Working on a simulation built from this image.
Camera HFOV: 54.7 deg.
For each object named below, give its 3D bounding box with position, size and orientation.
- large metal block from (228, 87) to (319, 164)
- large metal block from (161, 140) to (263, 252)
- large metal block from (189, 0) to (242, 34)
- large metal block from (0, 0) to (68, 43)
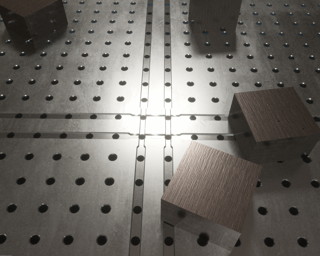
[{"bbox_3d":[0.142,-0.003,0.396,0.081,0.050,0.080,-7,50,-6],"label":"large metal block"},{"bbox_3d":[0.054,0.070,0.333,0.080,0.050,0.080,20,53,16],"label":"large metal block"},{"bbox_3d":[0.098,-0.223,0.560,0.081,0.080,0.050,-6,51,-5],"label":"large metal block"},{"bbox_3d":[-0.231,-0.209,0.564,0.080,0.050,0.080,30,56,23],"label":"large metal block"}]
